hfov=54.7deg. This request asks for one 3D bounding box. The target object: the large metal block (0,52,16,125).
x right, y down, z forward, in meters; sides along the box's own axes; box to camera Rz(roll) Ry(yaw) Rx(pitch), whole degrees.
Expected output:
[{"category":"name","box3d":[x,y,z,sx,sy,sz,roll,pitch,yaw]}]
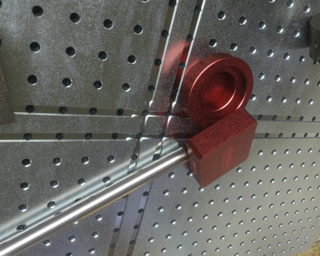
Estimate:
[{"category":"large metal block","box3d":[-0.180,-0.043,0.270,0.081,0.050,0.079,-13,124,-22]}]

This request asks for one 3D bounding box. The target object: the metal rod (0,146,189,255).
[{"category":"metal rod","box3d":[-0.096,0.105,0.424,0.302,0.025,0.025,-27,128,-12]}]

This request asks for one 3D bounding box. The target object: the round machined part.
[{"category":"round machined part","box3d":[0.070,-0.052,0.408,0.099,0.042,0.097,-14,124,-21]}]

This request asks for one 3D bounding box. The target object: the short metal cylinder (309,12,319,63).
[{"category":"short metal cylinder","box3d":[0.256,-0.131,0.438,0.080,0.080,0.050,-29,128,-11]}]

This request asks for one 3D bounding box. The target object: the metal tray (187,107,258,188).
[{"category":"metal tray","box3d":[0.088,0.033,0.447,0.090,0.030,0.130,-32,152,-8]}]
